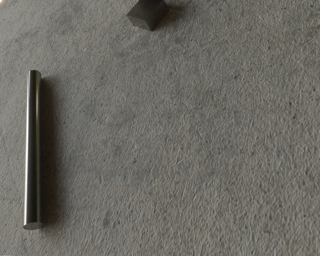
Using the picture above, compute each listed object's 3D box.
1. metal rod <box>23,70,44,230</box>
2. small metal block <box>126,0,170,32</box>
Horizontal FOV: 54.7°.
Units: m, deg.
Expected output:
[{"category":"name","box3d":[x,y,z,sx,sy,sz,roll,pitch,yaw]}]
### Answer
[{"category":"metal rod","box3d":[-0.203,0.015,0.498,0.025,0.025,0.299,-26,53,12]},{"category":"small metal block","box3d":[-0.021,-0.199,0.536,0.050,0.025,0.050,32,79,37]}]
